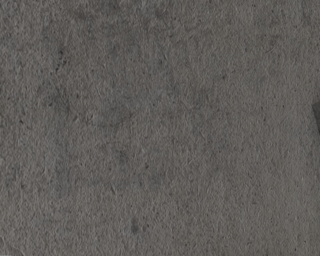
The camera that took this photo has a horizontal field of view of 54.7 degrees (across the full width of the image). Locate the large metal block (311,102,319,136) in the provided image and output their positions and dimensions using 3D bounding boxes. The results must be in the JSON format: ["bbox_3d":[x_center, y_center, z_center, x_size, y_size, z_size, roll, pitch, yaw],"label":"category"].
[{"bbox_3d":[0.309,-0.014,0.509,0.081,0.050,0.080,-20,97,-19],"label":"large metal block"}]
